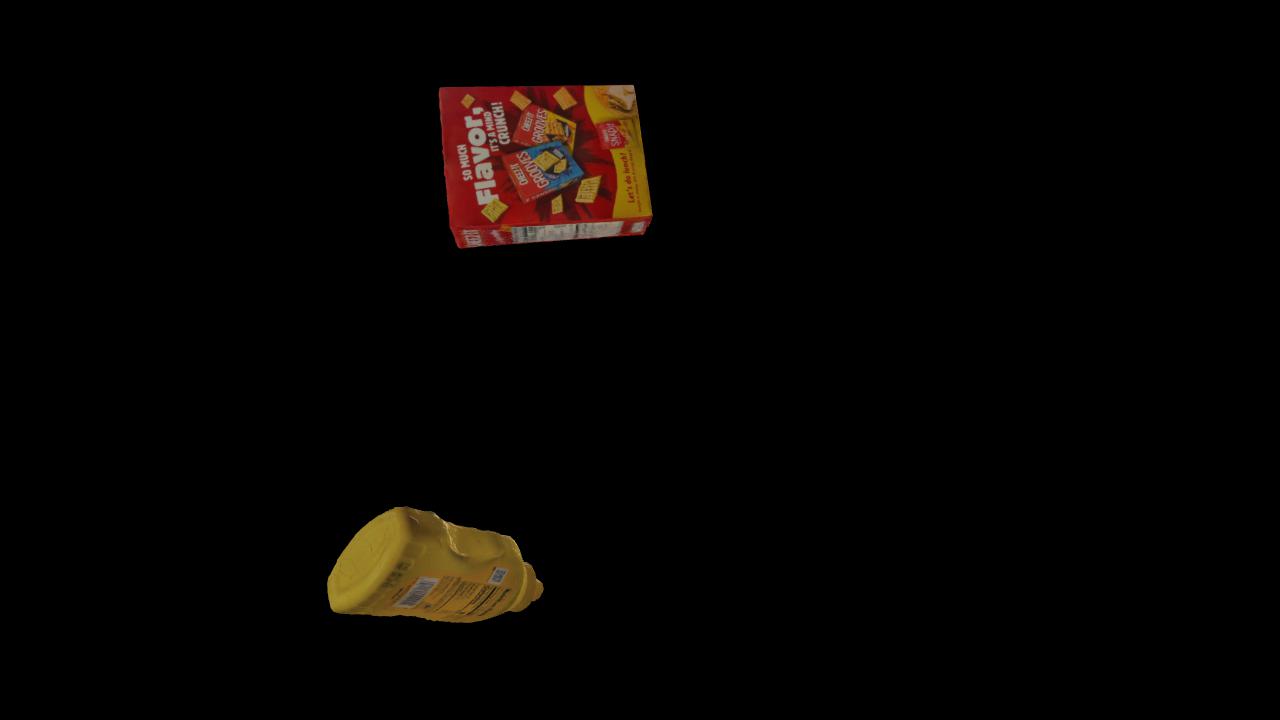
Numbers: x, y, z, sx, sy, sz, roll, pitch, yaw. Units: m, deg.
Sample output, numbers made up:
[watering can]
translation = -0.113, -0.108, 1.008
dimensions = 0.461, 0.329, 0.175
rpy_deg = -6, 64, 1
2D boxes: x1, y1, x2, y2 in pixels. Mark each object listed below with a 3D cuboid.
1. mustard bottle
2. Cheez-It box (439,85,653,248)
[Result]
[mustard bottle]
translation = -0.145, 0.177, 0.502
dimensions = 0.184, 0.092, 0.054
rpy_deg = 36, 7, -47
[Cheez-It box]
translation = -0.107, -0.221, 0.702
dimensions = 0.223, 0.166, 0.071
rpy_deg = -6, -9, -10
